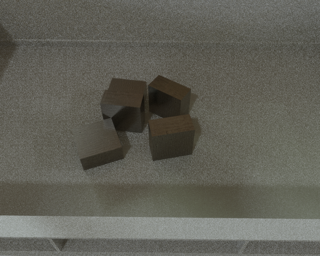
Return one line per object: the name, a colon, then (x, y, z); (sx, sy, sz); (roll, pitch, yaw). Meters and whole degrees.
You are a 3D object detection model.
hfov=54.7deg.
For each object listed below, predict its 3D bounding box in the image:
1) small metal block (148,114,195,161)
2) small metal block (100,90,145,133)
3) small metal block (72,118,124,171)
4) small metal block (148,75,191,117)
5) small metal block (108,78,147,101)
small metal block: (0.013, 0.012, 0.378); (0.050, 0.050, 0.025); (-9, 51, -7)
small metal block: (-0.047, -0.021, 0.406); (0.050, 0.050, 0.025); (6, 50, 5)
small metal block: (-0.078, 0.019, 0.388); (0.050, 0.025, 0.050); (-16, 52, -13)
small metal block: (0.012, -0.037, 0.420); (0.050, 0.050, 0.025); (27, 55, 21)
small metal block: (-0.048, -0.043, 0.441); (0.050, 0.025, 0.050); (7, 50, 5)
